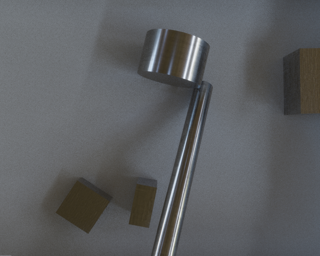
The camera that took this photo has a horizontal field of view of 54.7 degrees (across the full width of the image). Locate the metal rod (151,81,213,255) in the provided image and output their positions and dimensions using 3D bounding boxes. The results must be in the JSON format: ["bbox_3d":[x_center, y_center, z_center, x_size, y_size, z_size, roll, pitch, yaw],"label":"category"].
[{"bbox_3d":[0.020,0.073,0.347,0.025,0.025,0.300,17,63,0],"label":"metal rod"}]

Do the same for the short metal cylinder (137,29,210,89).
[{"bbox_3d":[0.017,-0.083,0.384,0.080,0.080,0.050,13,90,-1],"label":"short metal cylinder"}]

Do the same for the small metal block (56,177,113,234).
[{"bbox_3d":[-0.099,0.102,0.410,0.050,0.025,0.050,34,90,-1],"label":"small metal block"}]

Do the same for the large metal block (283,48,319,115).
[{"bbox_3d":[0.211,-0.058,0.402,0.081,0.050,0.079,-1,90,-1],"label":"large metal block"}]

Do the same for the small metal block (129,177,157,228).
[{"bbox_3d":[-0.021,0.094,0.399,0.025,0.050,0.050,11,90,0],"label":"small metal block"}]
